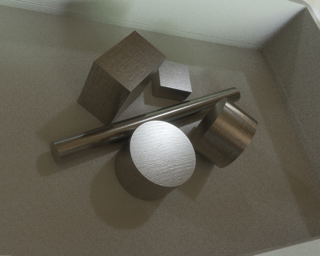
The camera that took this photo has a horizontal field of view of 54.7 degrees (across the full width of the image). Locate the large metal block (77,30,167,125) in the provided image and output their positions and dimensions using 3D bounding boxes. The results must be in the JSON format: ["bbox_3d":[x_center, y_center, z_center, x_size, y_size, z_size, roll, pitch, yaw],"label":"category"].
[{"bbox_3d":[-0.048,-0.060,0.381,0.050,0.080,0.080,40,51,-2],"label":"large metal block"}]

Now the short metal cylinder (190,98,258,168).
[{"bbox_3d":[0.082,0.006,0.412,0.050,0.080,0.080,37,51,-4],"label":"short metal cylinder"}]

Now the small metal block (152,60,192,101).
[{"bbox_3d":[0.016,-0.071,0.457,0.050,0.025,0.050,8,58,-24],"label":"small metal block"}]

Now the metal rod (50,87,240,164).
[{"bbox_3d":[0.005,-0.014,0.417,0.302,0.025,0.025,-19,72,-36],"label":"metal rod"}]

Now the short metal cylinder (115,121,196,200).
[{"bbox_3d":[-0.006,0.038,0.362,0.081,0.050,0.080,14,56,-21],"label":"short metal cylinder"}]
